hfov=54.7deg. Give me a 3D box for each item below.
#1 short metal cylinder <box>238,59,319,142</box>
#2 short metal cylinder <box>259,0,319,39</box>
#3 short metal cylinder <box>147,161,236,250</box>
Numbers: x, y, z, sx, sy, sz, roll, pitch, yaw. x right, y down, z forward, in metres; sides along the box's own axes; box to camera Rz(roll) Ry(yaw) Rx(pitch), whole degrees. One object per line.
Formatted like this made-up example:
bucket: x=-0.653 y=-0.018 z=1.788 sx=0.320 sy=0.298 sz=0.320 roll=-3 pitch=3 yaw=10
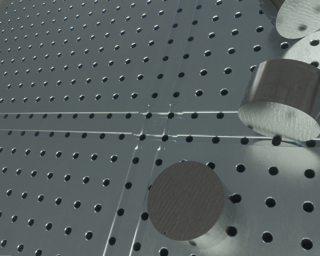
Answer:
short metal cylinder: x=0.128 y=-0.027 z=0.322 sx=0.080 sy=0.080 sz=0.050 roll=12 pitch=68 yaw=33
short metal cylinder: x=0.171 y=-0.158 z=0.380 sx=0.080 sy=0.080 sz=0.050 roll=-25 pitch=53 yaw=12
short metal cylinder: x=0.034 y=0.081 z=0.324 sx=0.080 sy=0.050 sz=0.080 roll=-13 pitch=56 yaw=20
